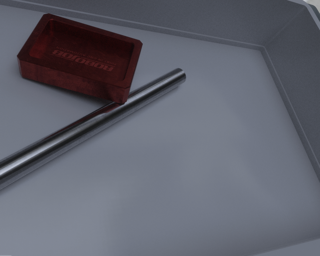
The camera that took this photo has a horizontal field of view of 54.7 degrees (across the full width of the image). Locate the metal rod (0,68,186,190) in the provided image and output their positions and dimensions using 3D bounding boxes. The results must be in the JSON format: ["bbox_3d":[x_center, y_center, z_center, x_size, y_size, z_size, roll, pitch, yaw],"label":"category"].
[{"bbox_3d":[-0.068,-0.013,0.377,0.302,0.025,0.025,-34,81,-38],"label":"metal rod"}]

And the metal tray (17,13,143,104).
[{"bbox_3d":[-0.095,-0.088,0.388,0.131,0.030,0.090,15,54,-6],"label":"metal tray"}]
